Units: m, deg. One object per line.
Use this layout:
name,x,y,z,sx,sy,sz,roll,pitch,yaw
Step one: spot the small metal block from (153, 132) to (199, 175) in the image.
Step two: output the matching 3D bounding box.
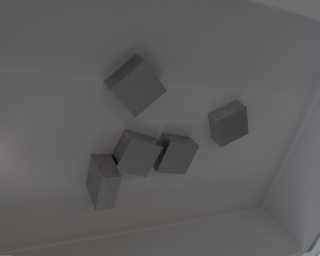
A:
small metal block,0.020,0.037,0.443,0.050,0.025,0.050,10,113,-33

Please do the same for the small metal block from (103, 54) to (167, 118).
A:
small metal block,-0.028,-0.049,0.363,0.050,0.025,0.050,-41,130,0

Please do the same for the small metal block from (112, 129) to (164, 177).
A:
small metal block,-0.032,0.034,0.412,0.050,0.025,0.050,19,108,-36

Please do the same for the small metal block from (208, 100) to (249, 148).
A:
small metal block,0.102,-0.007,0.460,0.050,0.025,0.050,-25,128,-13

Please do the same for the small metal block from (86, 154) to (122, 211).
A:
small metal block,-0.073,0.068,0.394,0.025,0.050,0.050,1,118,-28
